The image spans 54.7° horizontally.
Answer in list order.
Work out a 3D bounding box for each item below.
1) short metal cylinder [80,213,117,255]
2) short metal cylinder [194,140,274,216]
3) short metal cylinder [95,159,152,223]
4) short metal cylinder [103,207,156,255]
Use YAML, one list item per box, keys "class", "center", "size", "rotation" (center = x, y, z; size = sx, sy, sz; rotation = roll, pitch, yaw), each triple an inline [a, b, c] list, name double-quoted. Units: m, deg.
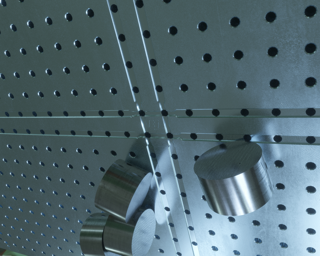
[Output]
- class: "short metal cylinder"
  center: [-0.091, 0.189, 0.538]
  size: [0.050, 0.080, 0.080]
  rotation: [-10, 114, 32]
- class: "short metal cylinder"
  center: [0.086, 0.057, 0.365]
  size: [0.080, 0.080, 0.050]
  rotation: [-10, 113, 32]
- class: "short metal cylinder"
  center: [-0.053, 0.092, 0.459]
  size: [0.050, 0.080, 0.079]
  rotation: [23, 127, 14]
- class: "short metal cylinder"
  center: [-0.047, 0.166, 0.502]
  size: [0.050, 0.080, 0.079]
  rotation: [6, 121, 25]
